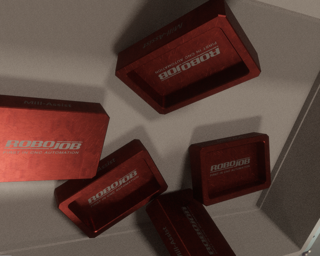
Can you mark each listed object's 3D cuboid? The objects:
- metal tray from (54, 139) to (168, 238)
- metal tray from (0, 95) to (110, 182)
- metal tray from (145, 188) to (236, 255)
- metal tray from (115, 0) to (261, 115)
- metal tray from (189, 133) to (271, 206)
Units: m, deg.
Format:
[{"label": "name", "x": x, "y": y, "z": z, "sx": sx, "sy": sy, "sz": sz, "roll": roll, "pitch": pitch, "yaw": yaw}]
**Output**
[{"label": "metal tray", "x": -0.063, "y": 0.084, "z": 0.424, "sx": 0.131, "sy": 0.030, "sz": 0.090, "roll": -32, "pitch": 129, "yaw": -8}, {"label": "metal tray", "x": -0.130, "y": 0.014, "z": 0.344, "sx": 0.131, "sy": 0.030, "sz": 0.089, "roll": 3, "pitch": 117, "yaw": -30}, {"label": "metal tray", "x": 0.046, "y": 0.154, "z": 0.448, "sx": 0.091, "sy": 0.130, "sz": 0.030, "roll": 1, "pitch": 138, "yaw": -50}, {"label": "metal tray", "x": 0.029, "y": -0.069, "z": 0.334, "sx": 0.130, "sy": 0.030, "sz": 0.090, "roll": -21, "pitch": 138, "yaw": 30}, {"label": "metal tray", "x": 0.113, "y": 0.061, "z": 0.485, "sx": 0.131, "sy": 0.030, "sz": 0.089, "roll": -9, "pitch": 99, "yaw": -24}]
